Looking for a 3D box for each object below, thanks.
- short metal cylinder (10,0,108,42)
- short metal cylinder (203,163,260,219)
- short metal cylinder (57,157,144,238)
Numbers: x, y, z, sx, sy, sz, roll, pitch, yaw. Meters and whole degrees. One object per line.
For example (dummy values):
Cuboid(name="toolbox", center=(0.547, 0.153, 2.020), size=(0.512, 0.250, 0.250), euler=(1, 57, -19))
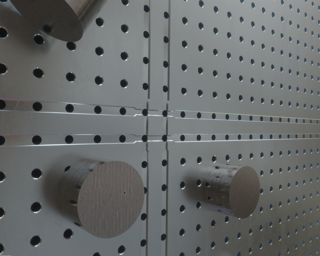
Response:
Cuboid(name="short metal cylinder", center=(-0.096, -0.129, 0.293), size=(0.080, 0.080, 0.050), euler=(41, 65, -33))
Cuboid(name="short metal cylinder", center=(0.115, 0.098, 0.492), size=(0.081, 0.050, 0.079), euler=(0, 90, -40))
Cuboid(name="short metal cylinder", center=(-0.064, 0.074, 0.341), size=(0.081, 0.050, 0.079), euler=(0, 90, -40))
